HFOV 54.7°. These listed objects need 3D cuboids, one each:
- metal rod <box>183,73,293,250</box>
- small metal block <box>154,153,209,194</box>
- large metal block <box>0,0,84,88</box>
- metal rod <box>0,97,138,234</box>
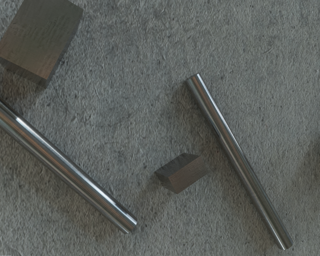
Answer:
[{"bbox_3d":[0.119,0.055,0.454,0.025,0.025,0.299,-35,102,-17],"label":"metal rod"},{"bbox_3d":[0.027,0.058,0.407,0.050,0.050,0.025,-31,101,-18],"label":"small metal block"},{"bbox_3d":[-0.128,-0.093,0.333,0.050,0.080,0.080,27,81,-18],"label":"large metal block"},{"bbox_3d":[-0.139,0.021,0.357,0.300,0.025,0.025,46,76,-15],"label":"metal rod"}]
